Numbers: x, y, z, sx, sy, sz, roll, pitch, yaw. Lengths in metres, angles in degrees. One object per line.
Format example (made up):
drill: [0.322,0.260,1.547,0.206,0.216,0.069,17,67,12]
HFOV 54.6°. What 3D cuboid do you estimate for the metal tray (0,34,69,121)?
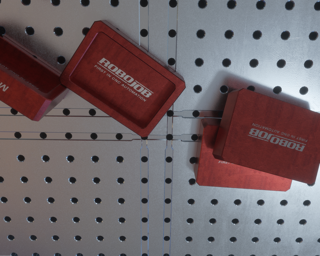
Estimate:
metal tray: [-0.174,-0.068,0.352,0.130,0.090,0.030,35,107,-12]

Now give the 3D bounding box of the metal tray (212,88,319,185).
metal tray: [0.141,0.012,0.390,0.131,0.030,0.090,16,87,-12]

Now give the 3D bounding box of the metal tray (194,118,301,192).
metal tray: [0.118,0.037,0.425,0.131,0.030,0.089,4,110,-2]

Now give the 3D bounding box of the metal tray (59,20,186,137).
metal tray: [-0.045,-0.060,0.388,0.130,0.030,0.090,34,106,-12]
